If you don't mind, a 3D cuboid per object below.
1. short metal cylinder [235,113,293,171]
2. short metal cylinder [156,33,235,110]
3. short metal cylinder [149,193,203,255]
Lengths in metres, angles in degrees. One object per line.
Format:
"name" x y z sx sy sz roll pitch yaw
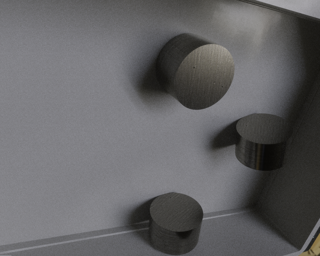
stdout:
"short metal cylinder" 0.157 0.020 0.474 0.081 0.080 0.050 -19 126 -18
"short metal cylinder" 0.042 -0.069 0.375 0.081 0.050 0.079 -14 125 -21
"short metal cylinder" 0.023 0.146 0.478 0.081 0.080 0.050 -10 123 -24
